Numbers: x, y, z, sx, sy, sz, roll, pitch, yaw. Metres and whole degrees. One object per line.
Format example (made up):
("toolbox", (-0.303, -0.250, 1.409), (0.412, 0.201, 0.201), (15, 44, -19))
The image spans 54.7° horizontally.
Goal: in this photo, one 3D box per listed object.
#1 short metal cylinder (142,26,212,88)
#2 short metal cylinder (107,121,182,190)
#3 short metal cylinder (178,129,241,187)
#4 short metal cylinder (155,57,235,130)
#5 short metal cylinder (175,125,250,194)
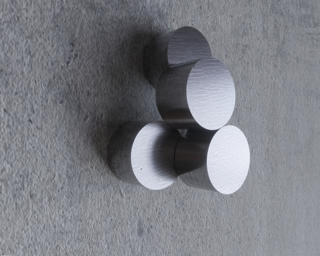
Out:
("short metal cylinder", (0.024, -0.088, 0.410), (0.081, 0.050, 0.080), (0, 90, -40))
("short metal cylinder", (-0.016, 0.031, 0.376), (0.081, 0.050, 0.080), (0, 90, -40))
("short metal cylinder", (0.073, 0.042, 0.450), (0.081, 0.050, 0.080), (0, 90, -40))
("short metal cylinder", (0.042, -0.038, 0.359), (0.081, 0.050, 0.080), (0, 90, -40))
("short metal cylinder", (0.065, 0.037, 0.378), (0.081, 0.050, 0.080), (0, 90, -40))
